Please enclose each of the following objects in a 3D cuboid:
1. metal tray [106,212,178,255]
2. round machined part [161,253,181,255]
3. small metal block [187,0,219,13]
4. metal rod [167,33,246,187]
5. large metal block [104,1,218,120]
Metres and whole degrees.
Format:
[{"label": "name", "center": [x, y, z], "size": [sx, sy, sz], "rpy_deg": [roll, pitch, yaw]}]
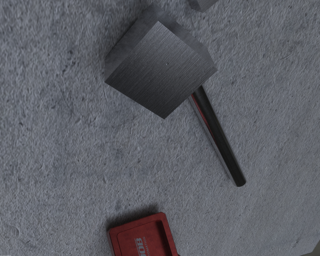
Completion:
[{"label": "metal tray", "center": [-0.019, 0.202, 0.461], "size": [0.091, 0.129, 0.030], "rpy_deg": [-12, 165, -22]}, {"label": "round machined part", "center": [0.008, 0.264, 0.523], "size": [0.098, 0.098, 0.042], "rpy_deg": [-34, 100, -6]}, {"label": "small metal block", "center": [0.049, -0.163, 0.333], "size": [0.050, 0.025, 0.050], "rpy_deg": [-40, 130, -1]}, {"label": "metal rod", "center": [0.075, -0.005, 0.444], "size": [0.025, 0.025, 0.299], "rpy_deg": [-37, 129, -4]}, {"label": "large metal block", "center": [-0.001, -0.068, 0.326], "size": [0.080, 0.050, 0.080], "rpy_deg": [31, 120, -30]}]
